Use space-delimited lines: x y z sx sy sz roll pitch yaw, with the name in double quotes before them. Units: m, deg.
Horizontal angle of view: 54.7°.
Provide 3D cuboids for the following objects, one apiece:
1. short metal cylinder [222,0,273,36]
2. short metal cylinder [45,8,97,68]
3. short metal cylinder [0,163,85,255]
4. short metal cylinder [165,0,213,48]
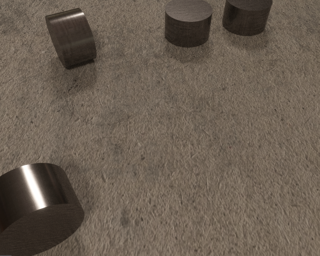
"short metal cylinder" 0.159 -0.213 0.568 0.081 0.050 0.080 0 50 0
"short metal cylinder" -0.139 -0.140 0.484 0.050 0.080 0.080 -23 54 -18
"short metal cylinder" -0.121 0.080 0.299 0.081 0.080 0.050 -25 55 -20
"short metal cylinder" 0.049 -0.186 0.544 0.081 0.050 0.080 0 50 0
